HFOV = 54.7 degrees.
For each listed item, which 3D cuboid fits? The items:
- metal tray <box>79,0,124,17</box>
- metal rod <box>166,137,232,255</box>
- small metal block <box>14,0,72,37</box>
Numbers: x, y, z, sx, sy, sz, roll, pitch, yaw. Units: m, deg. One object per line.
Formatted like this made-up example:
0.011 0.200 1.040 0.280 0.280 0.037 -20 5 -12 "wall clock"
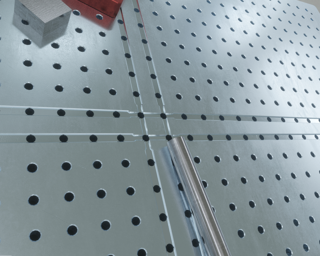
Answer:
-0.093 -0.249 0.507 0.090 0.030 0.130 24 53 -14 "metal tray"
0.069 0.148 0.356 0.025 0.025 0.299 -7 65 -32 "metal rod"
-0.158 -0.159 0.421 0.050 0.025 0.050 41 51 -1 "small metal block"
